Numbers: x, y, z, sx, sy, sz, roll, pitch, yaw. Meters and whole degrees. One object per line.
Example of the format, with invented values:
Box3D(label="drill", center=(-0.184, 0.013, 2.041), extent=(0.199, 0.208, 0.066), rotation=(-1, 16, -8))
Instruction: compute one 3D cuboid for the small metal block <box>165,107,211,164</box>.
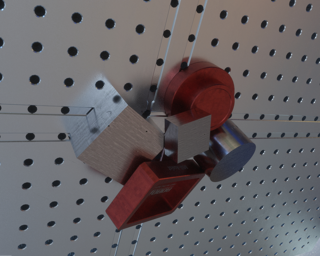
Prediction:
Box3D(label="small metal block", center=(0.033, 0.008, 0.374), extent=(0.050, 0.025, 0.050), rotation=(-20, 124, -31))

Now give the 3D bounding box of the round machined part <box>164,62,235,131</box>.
Box3D(label="round machined part", center=(0.059, -0.034, 0.411), extent=(0.099, 0.042, 0.097), rotation=(-14, 124, -21))

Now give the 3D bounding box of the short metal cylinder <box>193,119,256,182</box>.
Box3D(label="short metal cylinder", center=(0.091, 0.033, 0.450), extent=(0.081, 0.050, 0.080), rotation=(-25, 145, -19))

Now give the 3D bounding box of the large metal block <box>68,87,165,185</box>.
Box3D(label="large metal block", center=(-0.049, 0.012, 0.376), extent=(0.080, 0.050, 0.080), rotation=(-46, 129, 4))

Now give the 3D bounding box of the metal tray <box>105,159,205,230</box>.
Box3D(label="metal tray", center=(-0.001, 0.087, 0.424), extent=(0.090, 0.030, 0.131), rotation=(-54, 151, 19))
